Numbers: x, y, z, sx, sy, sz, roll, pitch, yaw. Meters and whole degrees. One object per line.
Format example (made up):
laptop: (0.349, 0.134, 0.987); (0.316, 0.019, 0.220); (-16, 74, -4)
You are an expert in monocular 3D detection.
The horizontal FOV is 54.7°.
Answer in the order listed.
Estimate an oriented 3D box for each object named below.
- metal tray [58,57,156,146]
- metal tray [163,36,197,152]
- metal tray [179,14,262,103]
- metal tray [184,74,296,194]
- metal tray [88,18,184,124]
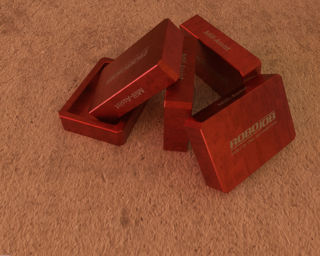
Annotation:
metal tray: (-0.068, -0.042, 0.436); (0.090, 0.030, 0.130); (16, 52, 12)
metal tray: (0.026, -0.046, 0.401); (0.030, 0.089, 0.130); (5, 51, 4)
metal tray: (0.083, -0.090, 0.436); (0.030, 0.090, 0.130); (-35, 57, -9)
metal tray: (0.098, 0.003, 0.361); (0.131, 0.090, 0.030); (-32, 22, -24)
metal tray: (-0.031, -0.068, 0.388); (0.130, 0.030, 0.090); (-28, 38, 36)
